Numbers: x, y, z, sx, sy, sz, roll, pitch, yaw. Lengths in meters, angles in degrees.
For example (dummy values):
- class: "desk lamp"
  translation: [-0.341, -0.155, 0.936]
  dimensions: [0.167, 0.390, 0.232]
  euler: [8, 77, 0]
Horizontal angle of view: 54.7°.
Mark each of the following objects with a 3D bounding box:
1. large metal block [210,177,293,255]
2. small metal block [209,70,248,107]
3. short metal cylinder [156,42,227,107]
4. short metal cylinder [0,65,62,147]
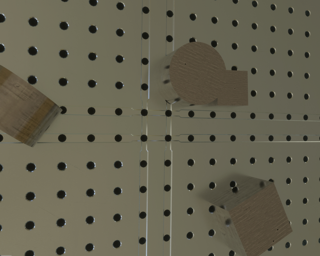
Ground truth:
- class: "large metal block"
  translation: [0.131, 0.128, 0.448]
  dimensions: [0.081, 0.050, 0.080]
  euler: [-26, 99, -18]
- class: "small metal block"
  translation: [0.099, -0.057, 0.449]
  dimensions: [0.050, 0.025, 0.050]
  euler: [-1, 91, -20]
- class: "short metal cylinder"
  translation: [0.041, -0.069, 0.414]
  dimensions: [0.081, 0.050, 0.080]
  euler: [0, 90, -20]
- class: "short metal cylinder"
  translation: [-0.153, -0.023, 0.327]
  dimensions: [0.080, 0.080, 0.050]
  euler: [38, 78, -16]
